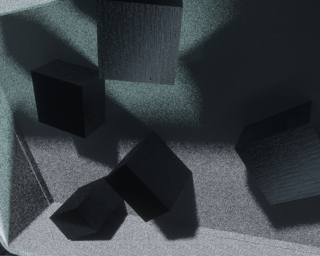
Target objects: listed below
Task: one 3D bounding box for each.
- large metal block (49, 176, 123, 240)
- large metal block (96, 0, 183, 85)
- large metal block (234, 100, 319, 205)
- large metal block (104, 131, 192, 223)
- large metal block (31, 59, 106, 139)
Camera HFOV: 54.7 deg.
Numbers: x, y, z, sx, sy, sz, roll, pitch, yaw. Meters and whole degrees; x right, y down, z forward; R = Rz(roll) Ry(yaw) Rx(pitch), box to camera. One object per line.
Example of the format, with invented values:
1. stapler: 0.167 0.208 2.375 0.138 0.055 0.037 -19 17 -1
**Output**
1. large metal block: -0.122 0.134 0.521 0.080 0.080 0.050 -27 104 37
2. large metal block: -0.021 -0.095 0.327 0.081 0.050 0.079 5 124 -1
3. large metal block: 0.141 0.029 0.336 0.080 0.050 0.080 -25 105 37
4. large metal block: -0.013 0.065 0.420 0.080 0.080 0.050 48 129 -6
5. large metal block: -0.125 -0.042 0.433 0.080 0.050 0.079 18 126 17
